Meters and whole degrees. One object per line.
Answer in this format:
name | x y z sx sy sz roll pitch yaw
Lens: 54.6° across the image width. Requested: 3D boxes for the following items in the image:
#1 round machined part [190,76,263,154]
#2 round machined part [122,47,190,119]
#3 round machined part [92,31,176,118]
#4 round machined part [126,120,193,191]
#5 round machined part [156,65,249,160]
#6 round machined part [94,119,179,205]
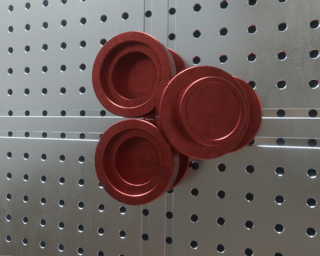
round machined part | 0.073 -0.017 0.378 0.098 0.042 0.097 0 90 20
round machined part | -0.011 -0.061 0.409 0.098 0.042 0.097 0 90 20
round machined part | -0.027 -0.060 0.368 0.098 0.042 0.097 0 90 20
round machined part | -0.010 0.038 0.408 0.098 0.042 0.097 0 90 20
round machined part | 0.048 -0.016 0.319 0.099 0.042 0.097 0 89 -12
round machined part | -0.024 0.038 0.367 0.098 0.042 0.097 0 90 20
